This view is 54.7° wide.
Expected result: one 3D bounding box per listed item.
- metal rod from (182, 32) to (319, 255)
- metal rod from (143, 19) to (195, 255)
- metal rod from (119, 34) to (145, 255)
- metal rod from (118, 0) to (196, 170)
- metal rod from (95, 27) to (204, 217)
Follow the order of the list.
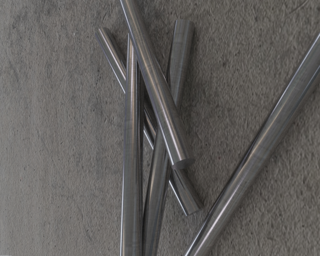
[{"bbox_3d":[0.093,0.046,0.328,0.025,0.025,0.298,39,114,33],"label":"metal rod"},{"bbox_3d":[0.006,0.019,0.372,0.025,0.025,0.298,7,86,40],"label":"metal rod"},{"bbox_3d":[-0.033,0.013,0.386,0.025,0.025,0.299,-16,66,39],"label":"metal rod"},{"bbox_3d":[-0.016,-0.089,0.382,0.025,0.025,0.299,-38,55,33],"label":"metal rod"},{"bbox_3d":[-0.024,-0.023,0.424,0.025,0.025,0.299,-42,65,32],"label":"metal rod"}]
